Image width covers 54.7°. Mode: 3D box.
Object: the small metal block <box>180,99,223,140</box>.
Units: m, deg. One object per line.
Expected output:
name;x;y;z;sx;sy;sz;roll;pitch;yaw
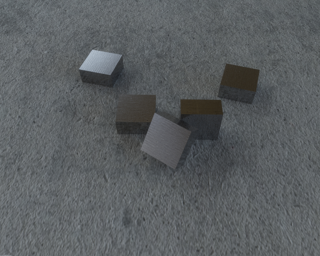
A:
small metal block;0.050;-0.010;0.395;0.050;0.050;0.025;1;50;1

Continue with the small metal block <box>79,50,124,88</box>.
small metal block;-0.090;-0.093;0.480;0.050;0.025;0.050;12;51;10

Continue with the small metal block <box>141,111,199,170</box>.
small metal block;0.011;0.014;0.372;0.050;0.050;0.025;28;18;21

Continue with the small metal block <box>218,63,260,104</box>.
small metal block;0.117;-0.066;0.459;0.050;0.025;0.050;14;51;11

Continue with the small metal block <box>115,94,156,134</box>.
small metal block;-0.031;-0.019;0.419;0.050;0.025;0.050;1;50;0
